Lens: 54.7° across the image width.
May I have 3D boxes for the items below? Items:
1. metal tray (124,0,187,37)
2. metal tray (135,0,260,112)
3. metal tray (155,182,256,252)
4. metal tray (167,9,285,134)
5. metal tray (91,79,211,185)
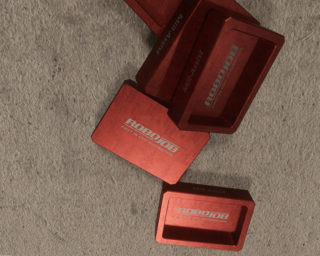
[{"bbox_3d":[-0.011,-0.178,0.341,0.090,0.030,0.130,-42,105,13],"label":"metal tray"},{"bbox_3d":[0.043,-0.086,0.354,0.091,0.030,0.129,20,112,-39],"label":"metal tray"},{"bbox_3d":[0.063,0.130,0.455,0.131,0.030,0.089,8,110,-4],"label":"metal tray"},{"bbox_3d":[0.073,-0.056,0.351,0.091,0.030,0.129,5,121,-32],"label":"metal tray"},{"bbox_3d":[-0.012,0.007,0.410,0.130,0.030,0.090,31,107,-11],"label":"metal tray"}]
